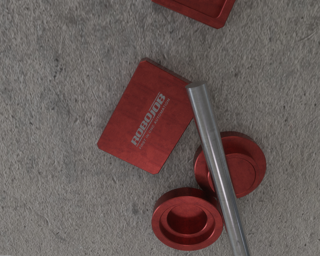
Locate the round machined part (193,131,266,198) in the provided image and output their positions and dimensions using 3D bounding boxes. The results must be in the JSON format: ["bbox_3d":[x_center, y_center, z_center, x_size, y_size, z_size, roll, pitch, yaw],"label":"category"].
[{"bbox_3d":[0.096,0.057,0.423,0.099,0.042,0.097,0,110,0],"label":"round machined part"}]

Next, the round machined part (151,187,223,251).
[{"bbox_3d":[0.039,0.124,0.443,0.099,0.042,0.097,2,115,4],"label":"round machined part"}]

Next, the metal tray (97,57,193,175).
[{"bbox_3d":[-0.013,-0.013,0.402,0.090,0.030,0.129,27,108,-10],"label":"metal tray"}]

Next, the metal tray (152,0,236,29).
[{"bbox_3d":[0.052,-0.187,0.338,0.090,0.030,0.129,21,109,-8],"label":"metal tray"}]

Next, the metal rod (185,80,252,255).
[{"bbox_3d":[0.084,0.085,0.397,0.025,0.025,0.298,-16,110,6],"label":"metal rod"}]
